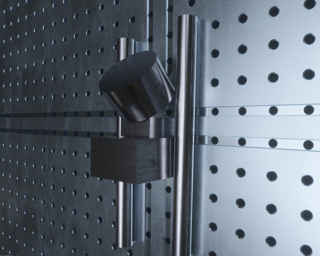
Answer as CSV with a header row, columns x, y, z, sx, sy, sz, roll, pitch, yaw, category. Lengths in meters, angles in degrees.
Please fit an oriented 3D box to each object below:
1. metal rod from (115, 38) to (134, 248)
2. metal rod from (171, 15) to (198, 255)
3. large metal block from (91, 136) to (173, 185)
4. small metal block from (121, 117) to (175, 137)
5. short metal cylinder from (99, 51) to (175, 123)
x,y,z,sx,sy,sz,roll,pitch,yaw,category
-0.051,0.021,0.452,0.025,0.025,0.298,1,91,40,metal rod
0.030,0.013,0.384,0.025,0.025,0.298,2,92,40,metal rod
-0.031,0.036,0.396,0.080,0.081,0.050,1,91,40,large metal block
-0.016,-0.001,0.406,0.050,0.050,0.025,2,92,39,small metal block
-0.028,-0.052,0.388,0.080,0.050,0.080,-21,36,16,short metal cylinder
